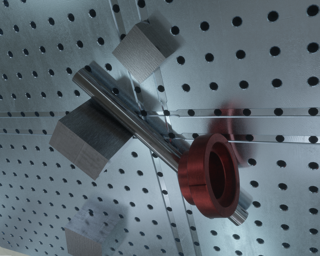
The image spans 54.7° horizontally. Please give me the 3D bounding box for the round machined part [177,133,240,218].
[{"bbox_3d":[0.056,0.057,0.370,0.042,0.098,0.098,-12,112,33],"label":"round machined part"}]

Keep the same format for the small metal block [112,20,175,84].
[{"bbox_3d":[-0.020,-0.089,0.367,0.050,0.025,0.050,47,129,-5],"label":"small metal block"}]

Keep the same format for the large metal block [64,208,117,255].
[{"bbox_3d":[-0.132,0.214,0.597,0.080,0.050,0.079,18,126,18],"label":"large metal block"}]

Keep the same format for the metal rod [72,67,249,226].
[{"bbox_3d":[0.001,0.026,0.426,0.300,0.025,0.025,42,129,-1],"label":"metal rod"}]

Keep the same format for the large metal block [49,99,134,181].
[{"bbox_3d":[-0.090,0.011,0.430,0.080,0.080,0.050,39,129,2],"label":"large metal block"}]
